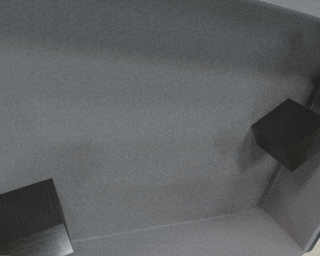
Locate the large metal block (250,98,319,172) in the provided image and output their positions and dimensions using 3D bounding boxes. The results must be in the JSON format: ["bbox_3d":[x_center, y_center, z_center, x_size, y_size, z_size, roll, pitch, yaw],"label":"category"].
[{"bbox_3d":[0.207,0.009,0.491,0.080,0.080,0.050,-36,129,-4],"label":"large metal block"}]

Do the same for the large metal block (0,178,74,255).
[{"bbox_3d":[-0.154,0.113,0.359,0.081,0.080,0.050,-17,125,-19],"label":"large metal block"}]
